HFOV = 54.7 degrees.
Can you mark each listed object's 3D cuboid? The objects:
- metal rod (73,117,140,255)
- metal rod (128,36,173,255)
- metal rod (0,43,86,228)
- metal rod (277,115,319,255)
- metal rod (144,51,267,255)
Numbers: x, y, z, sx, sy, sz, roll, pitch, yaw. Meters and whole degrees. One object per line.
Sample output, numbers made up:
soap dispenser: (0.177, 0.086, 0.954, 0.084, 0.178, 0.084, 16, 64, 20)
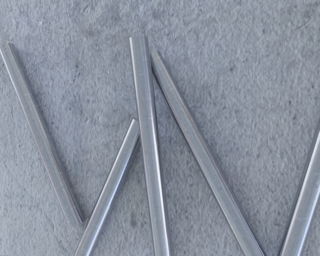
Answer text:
metal rod: (-0.086, 0.126, 0.437, 0.025, 0.025, 0.298, 26, 98, 17)
metal rod: (-0.011, 0.035, 0.397, 0.025, 0.025, 0.298, -5, 93, 19)
metal rod: (-0.182, 0.006, 0.471, 0.025, 0.025, 0.299, -27, 81, 17)
metal rod: (0.184, 0.013, 0.344, 0.025, 0.025, 0.298, 16, 95, 19)
metal rod: (0.056, 0.037, 0.388, 0.025, 0.025, 0.299, -29, 81, 17)
